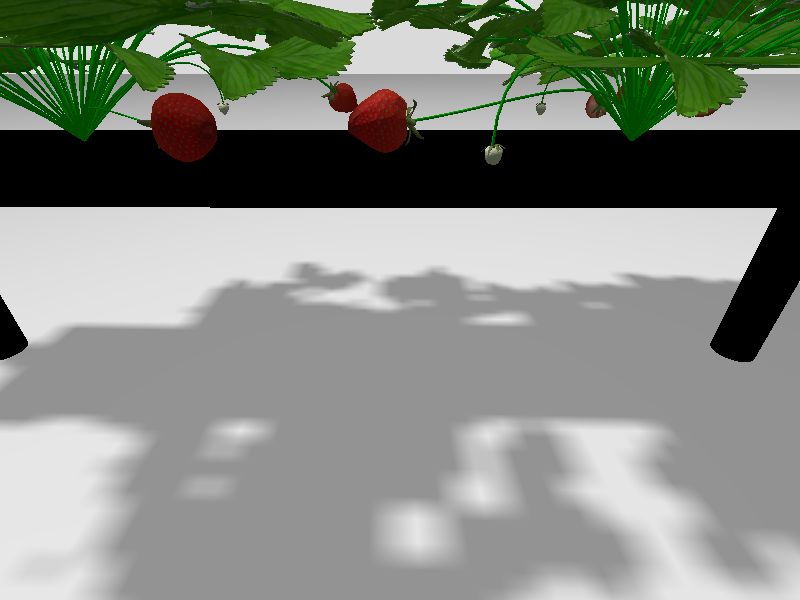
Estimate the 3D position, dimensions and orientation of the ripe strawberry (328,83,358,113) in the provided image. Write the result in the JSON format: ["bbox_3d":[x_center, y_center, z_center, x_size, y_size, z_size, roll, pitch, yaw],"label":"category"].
[{"bbox_3d":[-0.068,-0.246,0.490,0.037,0.031,0.037,27,12,37],"label":"ripe strawberry"}]

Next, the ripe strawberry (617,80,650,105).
[{"bbox_3d":[0.282,-0.244,0.482,0.040,0.043,0.043,14,33,22],"label":"ripe strawberry"}]

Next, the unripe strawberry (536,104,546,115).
[{"bbox_3d":[0.155,-0.210,0.440,0.011,0.011,0.010,-8,32,-13],"label":"unripe strawberry"}]

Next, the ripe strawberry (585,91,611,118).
[{"bbox_3d":[0.223,-0.221,0.452,0.025,0.029,0.027,6,31,10],"label":"ripe strawberry"}]

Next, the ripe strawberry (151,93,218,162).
[{"bbox_3d":[-0.136,-0.111,0.260,0.042,0.041,0.039,17,35,25],"label":"ripe strawberry"}]

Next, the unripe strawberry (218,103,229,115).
[{"bbox_3d":[-0.194,-0.211,0.442,0.011,0.011,0.010,14,33,22],"label":"unripe strawberry"}]

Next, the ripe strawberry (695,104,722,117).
[{"bbox_3d":[0.344,-0.226,0.454,0.038,0.032,0.038,27,34,37],"label":"ripe strawberry"}]

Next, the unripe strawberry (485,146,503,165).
[{"bbox_3d":[0.055,-0.085,0.236,0.010,0.011,0.012,-21,37,-32],"label":"unripe strawberry"}]

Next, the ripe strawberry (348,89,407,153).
[{"bbox_3d":[-0.016,-0.127,0.284,0.043,0.042,0.040,-6,31,-9],"label":"ripe strawberry"}]
